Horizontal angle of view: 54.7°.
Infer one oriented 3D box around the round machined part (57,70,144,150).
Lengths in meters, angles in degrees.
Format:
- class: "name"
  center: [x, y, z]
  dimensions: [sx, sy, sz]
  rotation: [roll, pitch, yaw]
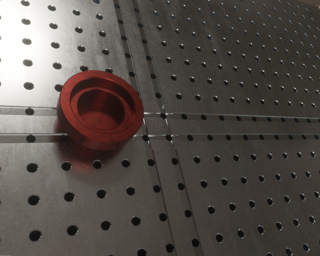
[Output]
- class: "round machined part"
  center: [-0.072, -0.017, 0.370]
  dimensions: [0.099, 0.042, 0.098]
  rotation: [14, 56, -21]
